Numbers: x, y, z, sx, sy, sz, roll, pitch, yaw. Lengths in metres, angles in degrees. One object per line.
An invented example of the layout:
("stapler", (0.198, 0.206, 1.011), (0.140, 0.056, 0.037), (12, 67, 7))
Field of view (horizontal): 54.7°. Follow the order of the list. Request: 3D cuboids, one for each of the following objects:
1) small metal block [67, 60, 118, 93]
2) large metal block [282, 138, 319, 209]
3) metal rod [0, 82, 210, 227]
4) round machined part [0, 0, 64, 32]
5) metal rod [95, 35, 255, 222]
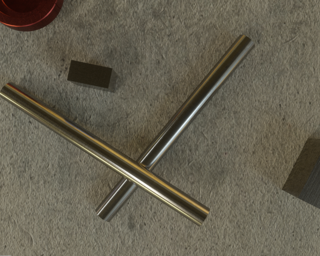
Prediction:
("small metal block", (-0.084, -0.065, 0.396), (0.050, 0.050, 0.025), (12, 90, -1))
("large metal block", (0.221, 0.067, 0.401), (0.080, 0.050, 0.080), (27, 90, -1))
("metal rod", (-0.074, 0.029, 0.389), (0.301, 0.025, 0.025), (32, 90, 7))
("round machined part", (-0.172, -0.173, 0.399), (0.099, 0.042, 0.097), (0, 90, -1))
("metal rod", (0.020, 0.000, 0.410), (0.025, 0.025, 0.300), (40, 90, -1))
